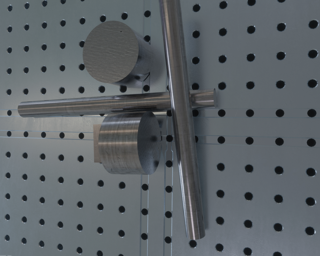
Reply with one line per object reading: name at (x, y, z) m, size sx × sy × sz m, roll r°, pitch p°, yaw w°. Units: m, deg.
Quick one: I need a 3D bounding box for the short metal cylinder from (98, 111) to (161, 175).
short metal cylinder at (-0.036, 0.019, 0.396) m, size 0.050 × 0.080 × 0.079 m, roll -2°, pitch 89°, yaw 20°

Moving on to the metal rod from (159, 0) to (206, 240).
metal rod at (0.028, -0.010, 0.379) m, size 0.025 × 0.025 × 0.298 m, roll -4°, pitch 97°, yaw 20°

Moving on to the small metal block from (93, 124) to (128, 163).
small metal block at (-0.066, 0.020, 0.422) m, size 0.025 × 0.050 × 0.050 m, roll -2°, pitch 90°, yaw 20°

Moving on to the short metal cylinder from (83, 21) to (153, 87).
short metal cylinder at (-0.056, -0.097, 0.419) m, size 0.080 × 0.050 × 0.079 m, roll 0°, pitch 90°, yaw 19°

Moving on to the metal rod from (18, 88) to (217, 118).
metal rod at (-0.073, -0.033, 0.438) m, size 0.301 × 0.025 × 0.025 m, roll -2°, pitch 90°, yaw 19°
